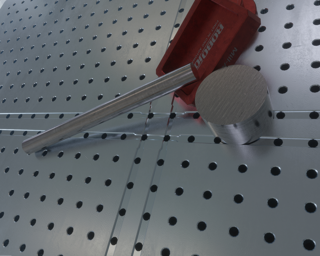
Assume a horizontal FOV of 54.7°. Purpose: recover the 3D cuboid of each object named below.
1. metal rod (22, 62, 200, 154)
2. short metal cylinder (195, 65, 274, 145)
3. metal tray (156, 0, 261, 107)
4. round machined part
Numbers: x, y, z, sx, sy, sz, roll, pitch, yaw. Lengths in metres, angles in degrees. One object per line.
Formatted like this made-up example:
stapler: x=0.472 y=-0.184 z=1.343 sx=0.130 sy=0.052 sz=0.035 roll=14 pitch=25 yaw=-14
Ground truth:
metal rod: x=-0.085 y=-0.020 z=0.442 sx=0.300 sy=0.025 sz=0.025 roll=-21 pitch=54 yaw=23
short metal cylinder: x=0.088 y=-0.027 z=0.363 sx=0.080 sy=0.050 sz=0.080 roll=-13 pitch=56 yaw=21
metal tray: x=0.056 y=-0.102 z=0.402 sx=0.090 sy=0.030 sz=0.129 roll=50 pitch=118 yaw=39
round machined part: x=0.090 y=-0.162 z=0.450 sx=0.098 sy=0.042 sz=0.098 roll=-13 pitch=56 yaw=21
